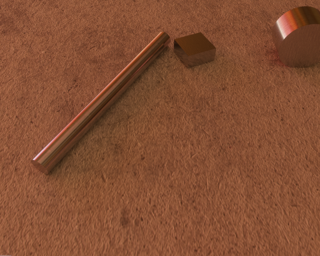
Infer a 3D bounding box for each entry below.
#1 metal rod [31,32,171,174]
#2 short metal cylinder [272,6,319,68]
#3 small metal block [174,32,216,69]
[{"bbox_3d":[-0.067,-0.054,0.447,0.025,0.025,0.301,24,54,18],"label":"metal rod"},{"bbox_3d":[0.224,-0.143,0.491,0.081,0.080,0.050,1,50,0],"label":"short metal cylinder"},{"bbox_3d":[0.057,-0.129,0.513,0.050,0.025,0.050,-19,53,-16],"label":"small metal block"}]
